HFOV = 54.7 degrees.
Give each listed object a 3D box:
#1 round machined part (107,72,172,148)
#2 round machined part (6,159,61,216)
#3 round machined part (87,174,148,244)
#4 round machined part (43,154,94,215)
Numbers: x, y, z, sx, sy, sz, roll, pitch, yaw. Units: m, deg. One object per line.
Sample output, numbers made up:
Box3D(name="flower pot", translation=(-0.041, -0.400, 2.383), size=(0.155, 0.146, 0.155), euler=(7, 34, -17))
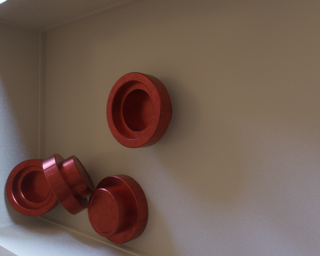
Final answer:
Box3D(name="round machined part", translation=(-0.023, -0.023, 0.413), size=(0.098, 0.042, 0.097), euler=(0, 90, 39))
Box3D(name="round machined part", translation=(-0.216, 0.104, 0.552), size=(0.099, 0.042, 0.097), euler=(0, 86, 8))
Box3D(name="round machined part", translation=(-0.067, 0.119, 0.449), size=(0.098, 0.042, 0.097), euler=(0, 90, 39))
Box3D(name="round machined part", translation=(-0.136, 0.081, 0.482), size=(0.042, 0.098, 0.098), euler=(-30, 66, -7))
